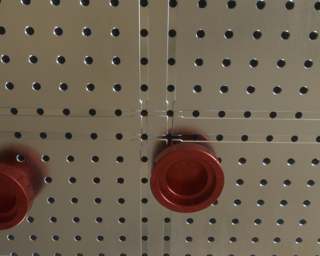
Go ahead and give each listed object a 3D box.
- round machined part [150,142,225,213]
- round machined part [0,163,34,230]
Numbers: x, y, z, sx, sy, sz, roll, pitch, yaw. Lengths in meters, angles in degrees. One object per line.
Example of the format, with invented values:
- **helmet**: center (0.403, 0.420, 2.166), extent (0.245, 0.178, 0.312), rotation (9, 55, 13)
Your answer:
- **round machined part**: center (0.036, 0.064, 0.428), extent (0.099, 0.042, 0.097), rotation (0, 110, 0)
- **round machined part**: center (-0.227, 0.091, 0.436), extent (0.099, 0.042, 0.097), rotation (0, 110, 0)
